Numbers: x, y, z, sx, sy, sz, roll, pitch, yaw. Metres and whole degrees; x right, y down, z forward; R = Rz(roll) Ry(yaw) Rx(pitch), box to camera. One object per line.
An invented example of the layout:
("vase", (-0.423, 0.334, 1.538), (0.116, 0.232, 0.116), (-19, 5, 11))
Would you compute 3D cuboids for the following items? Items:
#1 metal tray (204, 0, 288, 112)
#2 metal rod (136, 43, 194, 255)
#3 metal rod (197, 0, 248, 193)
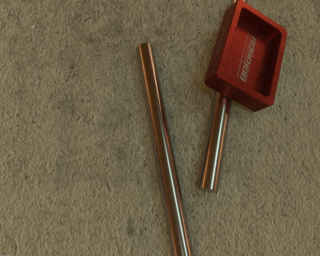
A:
("metal tray", (0.120, -0.098, 0.421), (0.090, 0.030, 0.130), (25, 68, -16))
("metal rod", (0.003, 0.023, 0.399), (0.025, 0.025, 0.299), (-9, 70, -4))
("metal rod", (0.091, -0.061, 0.430), (0.025, 0.025, 0.299), (12, 70, 4))
